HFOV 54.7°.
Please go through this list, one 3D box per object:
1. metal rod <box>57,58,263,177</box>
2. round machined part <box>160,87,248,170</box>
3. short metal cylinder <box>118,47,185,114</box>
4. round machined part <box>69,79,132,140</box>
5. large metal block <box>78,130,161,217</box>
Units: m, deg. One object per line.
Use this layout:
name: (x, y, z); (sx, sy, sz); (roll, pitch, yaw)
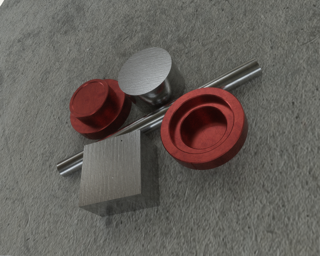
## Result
metal rod: (-0.008, -0.009, 0.416); (0.300, 0.025, 0.025); (-28, 52, 10)
round machined part: (0.054, 0.004, 0.363); (0.098, 0.042, 0.098); (-13, 56, 21)
short metal cylinder: (-0.011, -0.066, 0.435); (0.080, 0.050, 0.080); (-13, 56, 21)
round machined part: (-0.096, -0.035, 0.466); (0.098, 0.042, 0.098); (-13, 56, 21)
large metal block: (-0.048, 0.057, 0.380); (0.080, 0.050, 0.080); (-16, 55, 19)
